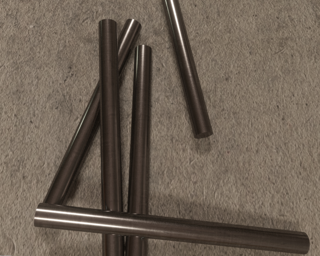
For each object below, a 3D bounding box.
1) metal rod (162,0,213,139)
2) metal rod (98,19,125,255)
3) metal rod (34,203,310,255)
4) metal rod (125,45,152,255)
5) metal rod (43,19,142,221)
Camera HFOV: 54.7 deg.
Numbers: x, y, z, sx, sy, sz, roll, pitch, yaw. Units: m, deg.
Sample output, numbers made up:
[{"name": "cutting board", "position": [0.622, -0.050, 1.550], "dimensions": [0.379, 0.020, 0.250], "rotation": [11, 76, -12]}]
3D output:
[{"name": "metal rod", "position": [0.030, -0.128, 0.455], "dimensions": [0.025, 0.025, 0.299], "rotation": [-10, 70, -4]}, {"name": "metal rod", "position": [-0.062, 0.003, 0.388], "dimensions": [0.025, 0.025, 0.299], "rotation": [-3, 77, -2]}, {"name": "metal rod", "position": [0.019, 0.113, 0.345], "dimensions": [0.302, 0.025, 0.025], "rotation": [8, 70, -6]}, {"name": "metal rod", "position": [-0.026, 0.027, 0.397], "dimensions": [0.025, 0.025, 0.299], "rotation": [1, 70, 0]}, {"name": "metal rod", "position": [-0.087, -0.022, 0.414], "dimensions": [0.025, 0.025, 0.299], "rotation": [18, 71, 6]}]
